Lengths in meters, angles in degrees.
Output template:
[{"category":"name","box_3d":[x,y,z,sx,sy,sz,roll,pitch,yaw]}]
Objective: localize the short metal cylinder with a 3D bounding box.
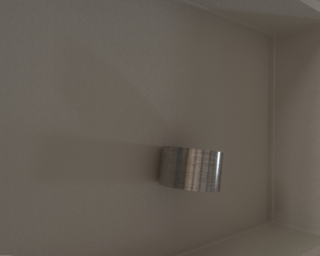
[{"category":"short metal cylinder","box_3d":[0.041,0.053,0.407,0.081,0.080,0.050,11,83,-40]}]
